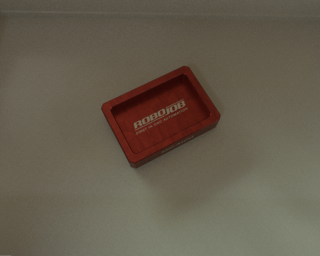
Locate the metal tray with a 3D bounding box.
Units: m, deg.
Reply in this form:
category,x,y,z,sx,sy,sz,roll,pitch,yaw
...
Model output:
category,x,y,z,sx,sy,sz,roll,pitch,yaw
metal tray,0.001,-0.016,0.410,0.131,0.030,0.090,-27,73,-10
